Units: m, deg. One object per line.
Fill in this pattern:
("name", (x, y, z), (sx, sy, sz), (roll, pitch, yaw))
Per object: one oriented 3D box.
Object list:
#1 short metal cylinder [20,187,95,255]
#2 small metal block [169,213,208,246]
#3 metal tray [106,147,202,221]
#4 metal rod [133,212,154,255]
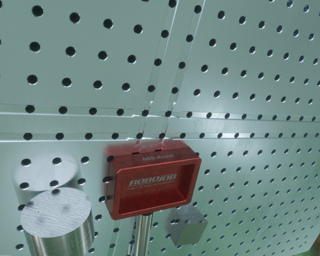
("short metal cylinder", (-0.124, 0.119, 0.383), (0.081, 0.080, 0.050), (-13, 124, -22))
("small metal block", (0.051, 0.181, 0.553), (0.050, 0.025, 0.050), (7, 115, -32))
("metal tray", (-0.009, 0.080, 0.454), (0.131, 0.030, 0.089), (-5, 121, -26))
("metal rod", (-0.038, 0.256, 0.550), (0.025, 0.025, 0.298), (-8, 122, -25))
